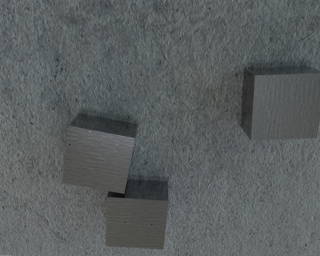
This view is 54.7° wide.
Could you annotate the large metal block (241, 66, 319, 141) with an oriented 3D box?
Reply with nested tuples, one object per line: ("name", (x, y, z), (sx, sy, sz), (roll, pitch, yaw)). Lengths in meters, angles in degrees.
("large metal block", (0.149, -0.032, 0.386), (0.080, 0.050, 0.079), (-2, 110, 0))

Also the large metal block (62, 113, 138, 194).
("large metal block", (-0.077, 0.033, 0.408), (0.081, 0.050, 0.079), (11, 110, -4))

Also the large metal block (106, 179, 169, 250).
("large metal block", (-0.032, 0.121, 0.441), (0.081, 0.050, 0.079), (4, 110, -2))
